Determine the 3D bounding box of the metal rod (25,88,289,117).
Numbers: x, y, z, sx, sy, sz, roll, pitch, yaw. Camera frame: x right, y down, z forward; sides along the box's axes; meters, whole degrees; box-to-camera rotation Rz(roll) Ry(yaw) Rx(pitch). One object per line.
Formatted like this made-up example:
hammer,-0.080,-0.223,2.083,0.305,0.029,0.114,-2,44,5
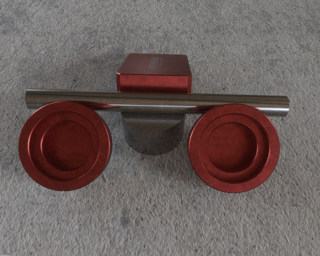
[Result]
metal rod,-0.004,-0.030,0.366,0.302,0.025,0.025,2,50,1

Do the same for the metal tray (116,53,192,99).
metal tray,-0.005,-0.076,0.430,0.091,0.030,0.130,2,24,1

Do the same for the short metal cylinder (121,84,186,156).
short metal cylinder,-0.008,-0.011,0.398,0.081,0.050,0.080,0,50,0

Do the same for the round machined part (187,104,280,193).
round machined part,0.080,0.021,0.354,0.099,0.042,0.097,0,93,0

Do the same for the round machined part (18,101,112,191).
round machined part,-0.104,0.020,0.355,0.099,0.042,0.097,0,88,-1
